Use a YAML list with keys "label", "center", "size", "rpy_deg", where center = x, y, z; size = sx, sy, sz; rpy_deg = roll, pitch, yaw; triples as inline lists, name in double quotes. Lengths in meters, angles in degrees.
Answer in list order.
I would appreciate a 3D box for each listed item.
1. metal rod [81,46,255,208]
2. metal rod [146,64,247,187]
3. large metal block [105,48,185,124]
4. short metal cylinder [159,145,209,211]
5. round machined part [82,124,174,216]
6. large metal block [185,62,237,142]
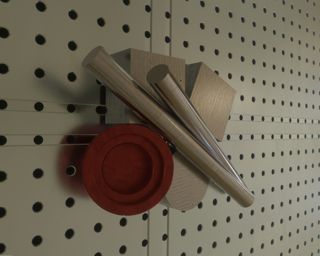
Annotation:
- label: "metal rod"
  center: [0.031, 0.019, 0.364]
  size: [0.300, 0.025, 0.025]
  rpy_deg: [42, 65, -33]
- label: "metal rod"
  center: [0.067, 0.026, 0.412]
  size: [0.300, 0.025, 0.025]
  rpy_deg: [49, 60, -45]
- label: "large metal block"
  center: [-0.017, -0.044, 0.370]
  size: [0.081, 0.050, 0.079]
  rpy_deg: [1, 90, -40]
- label: "short metal cylinder"
  center: [0.019, 0.062, 0.403]
  size: [0.081, 0.050, 0.079]
  rpy_deg: [0, 90, -40]
- label: "round machined part"
  center: [-0.037, 0.045, 0.348]
  size: [0.099, 0.042, 0.097]
  rpy_deg: [1, 87, -17]
- label: "large metal block"
  center: [0.054, -0.033, 0.432]
  size: [0.080, 0.050, 0.080]
  rpy_deg: [31, 71, -36]
